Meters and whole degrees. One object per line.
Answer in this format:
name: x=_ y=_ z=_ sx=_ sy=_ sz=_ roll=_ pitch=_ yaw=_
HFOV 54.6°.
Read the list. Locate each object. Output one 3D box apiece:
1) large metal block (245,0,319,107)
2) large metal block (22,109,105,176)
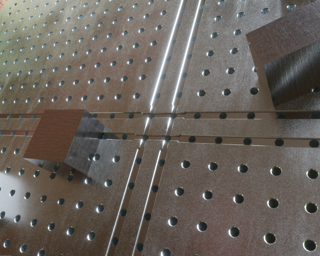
large metal block: x=0.150 y=-0.079 z=0.343 sx=0.080 sy=0.080 sz=0.050 roll=-24 pitch=53 yaw=14
large metal block: x=-0.139 y=0.020 z=0.454 sx=0.080 sy=0.050 sz=0.080 roll=1 pitch=62 yaw=29
